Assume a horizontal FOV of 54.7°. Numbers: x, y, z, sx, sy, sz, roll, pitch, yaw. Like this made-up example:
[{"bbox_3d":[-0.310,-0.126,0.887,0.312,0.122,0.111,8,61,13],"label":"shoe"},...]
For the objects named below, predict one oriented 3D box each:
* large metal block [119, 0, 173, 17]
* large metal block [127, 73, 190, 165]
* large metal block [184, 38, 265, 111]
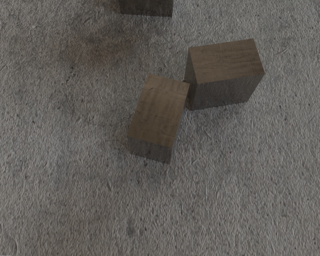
[{"bbox_3d":[-0.018,-0.222,0.476,0.080,0.050,0.080,4,70,1],"label":"large metal block"},{"bbox_3d":[0.000,-0.008,0.382,0.050,0.080,0.080,15,71,5],"label":"large metal block"},{"bbox_3d":[0.079,-0.066,0.404,0.081,0.080,0.050,-9,71,-3],"label":"large metal block"}]
